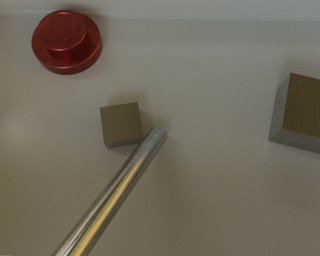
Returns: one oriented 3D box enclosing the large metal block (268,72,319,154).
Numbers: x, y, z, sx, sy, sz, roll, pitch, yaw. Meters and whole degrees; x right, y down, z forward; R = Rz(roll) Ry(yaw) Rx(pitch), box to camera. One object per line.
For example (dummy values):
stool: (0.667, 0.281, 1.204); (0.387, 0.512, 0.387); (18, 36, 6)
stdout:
large metal block: (0.196, -0.017, 0.405); (0.080, 0.050, 0.080); (15, 71, 5)

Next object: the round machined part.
round machined part: (-0.136, -0.129, 0.446); (0.099, 0.042, 0.098); (0, 70, -1)

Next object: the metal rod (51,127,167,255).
metal rod: (-0.059, 0.085, 0.292); (0.025, 0.025, 0.301); (26, 38, 9)

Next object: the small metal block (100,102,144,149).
small metal block: (-0.050, -0.004, 0.410); (0.050, 0.025, 0.050); (-9, 70, -4)
